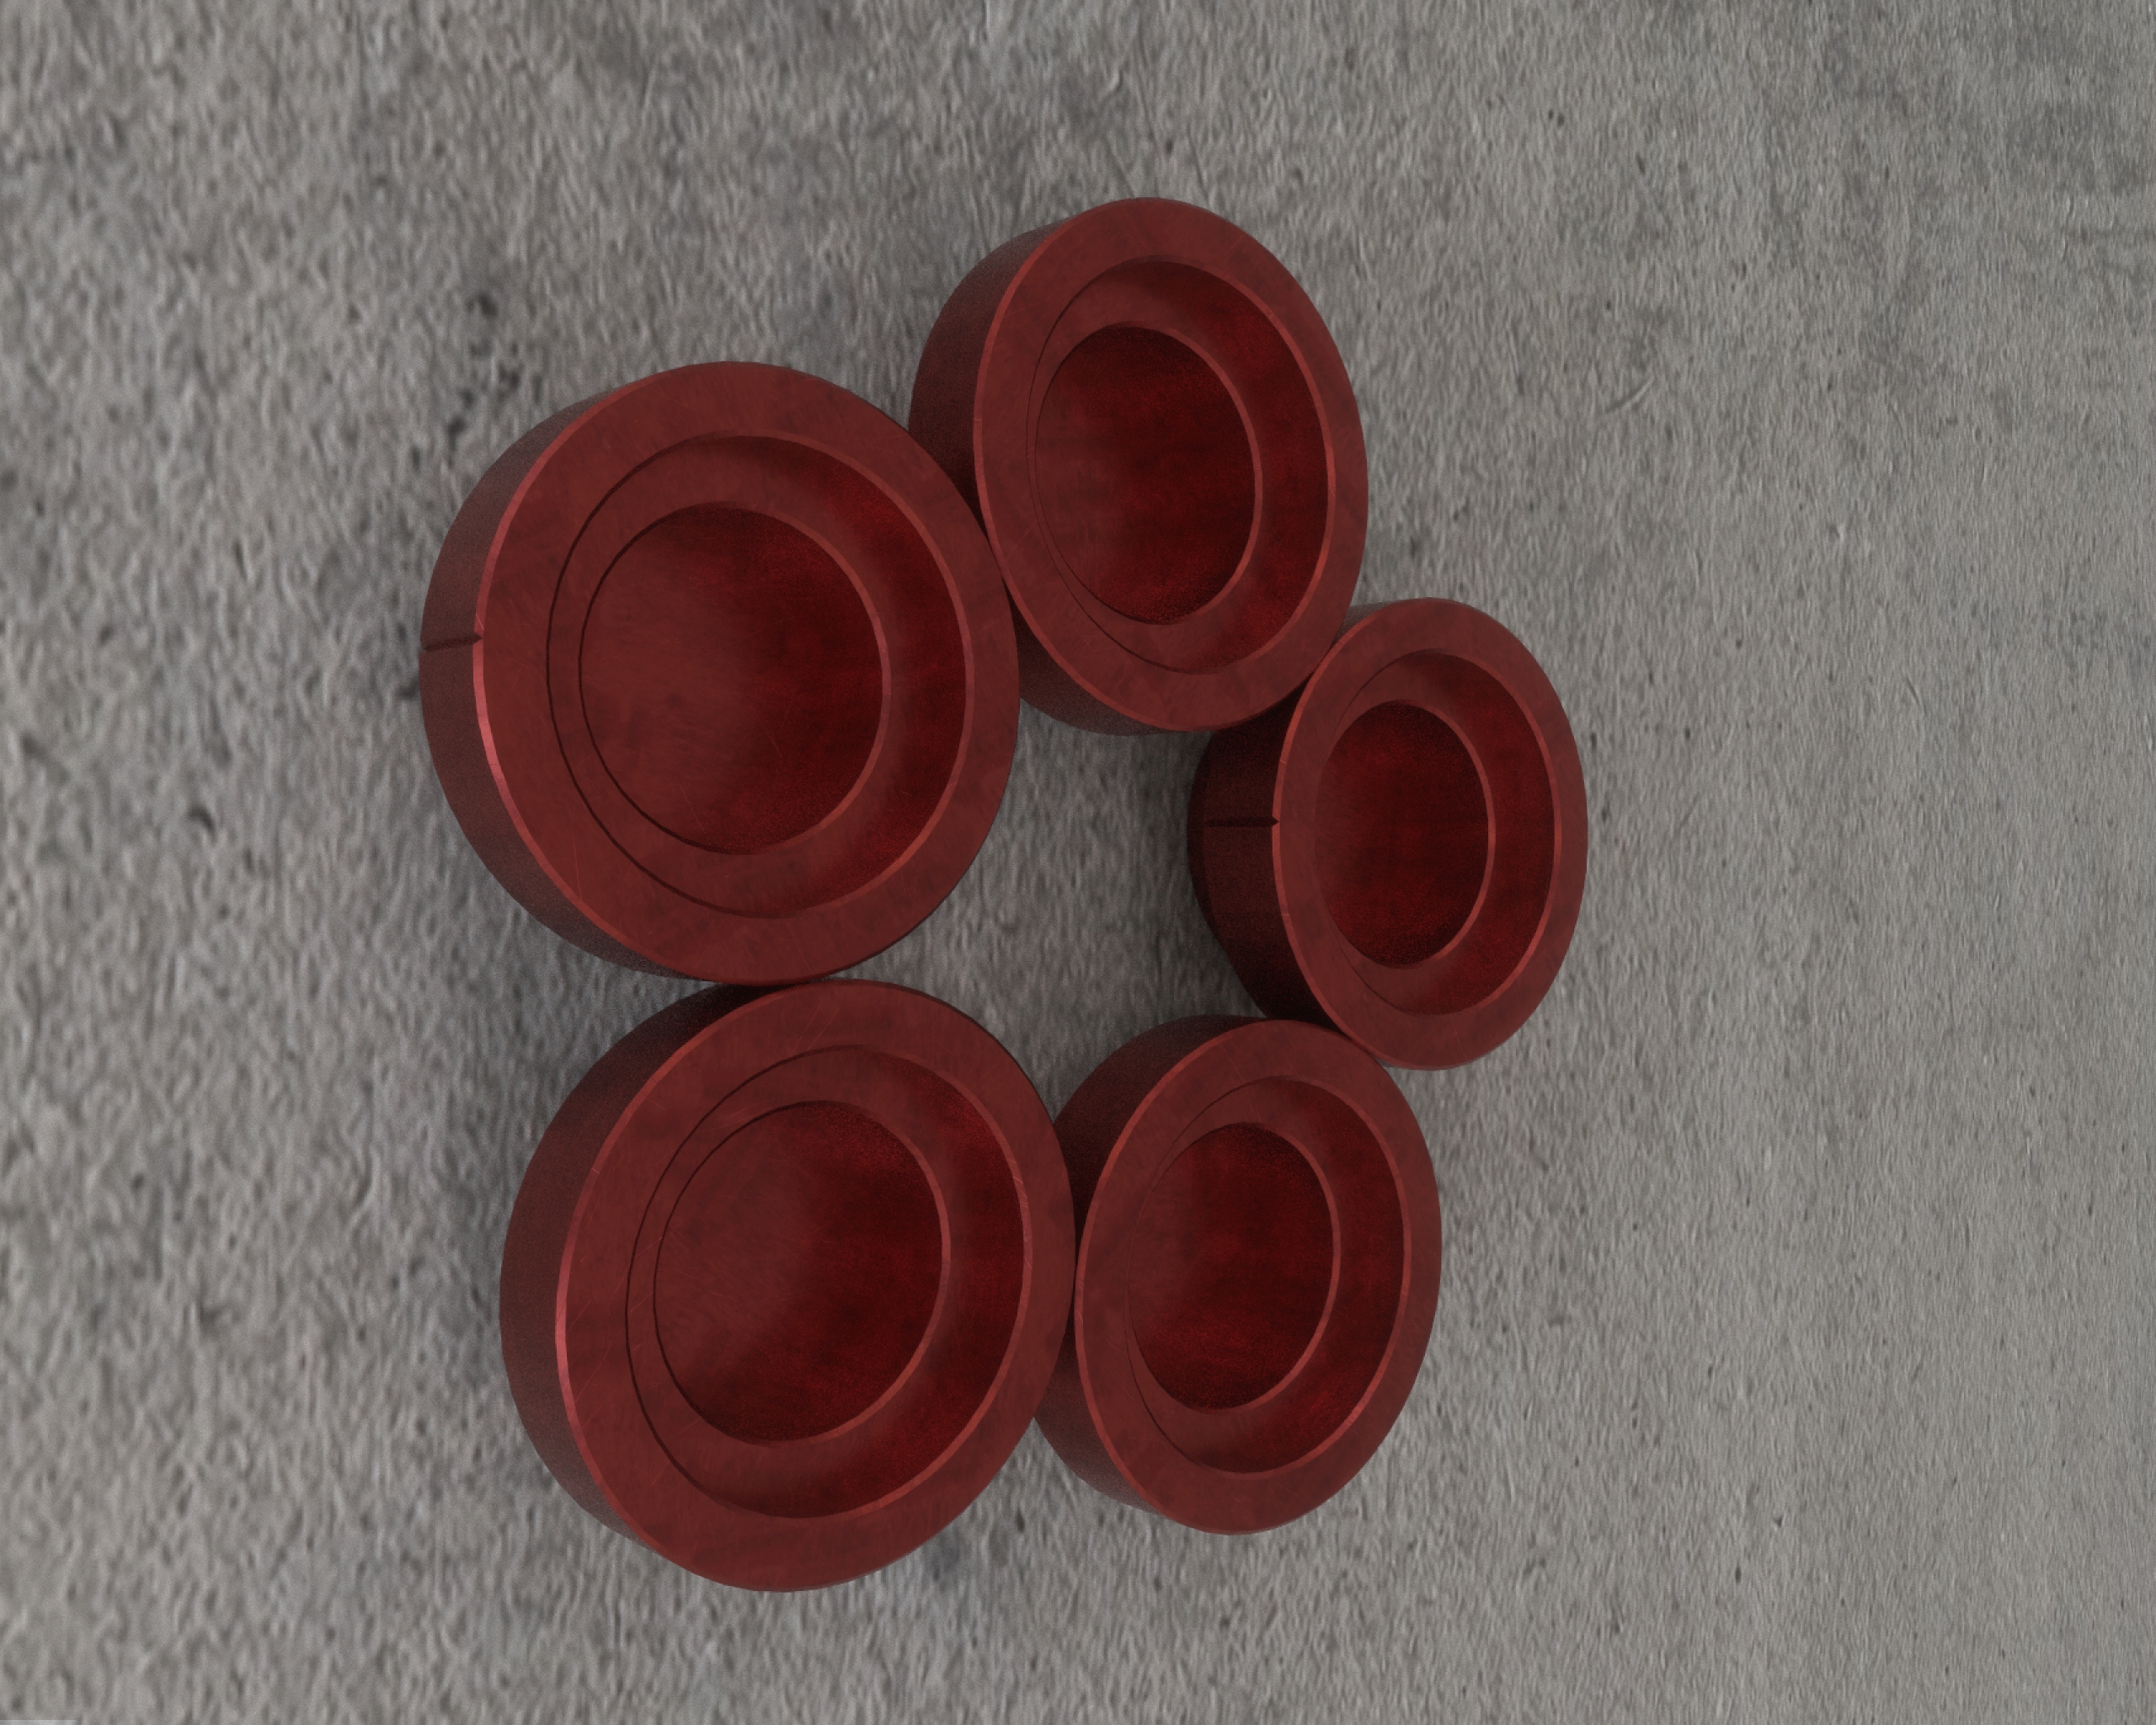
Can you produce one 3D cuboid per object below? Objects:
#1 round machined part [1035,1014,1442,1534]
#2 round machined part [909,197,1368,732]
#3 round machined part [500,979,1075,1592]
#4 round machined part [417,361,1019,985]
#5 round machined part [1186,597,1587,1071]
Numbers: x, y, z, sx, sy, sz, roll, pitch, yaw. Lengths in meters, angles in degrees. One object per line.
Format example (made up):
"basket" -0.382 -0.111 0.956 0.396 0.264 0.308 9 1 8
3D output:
"round machined part" 0.024 0.079 0.414 0.099 0.042 0.097 0 90 -40
"round machined part" 0.007 -0.073 0.399 0.099 0.042 0.097 0 90 -40
"round machined part" -0.051 0.067 0.351 0.099 0.042 0.097 0 90 -40
"round machined part" -0.061 -0.030 0.342 0.099 0.042 0.097 0 90 -40
"round machined part" 0.062 -0.006 0.445 0.099 0.042 0.097 0 90 -40
